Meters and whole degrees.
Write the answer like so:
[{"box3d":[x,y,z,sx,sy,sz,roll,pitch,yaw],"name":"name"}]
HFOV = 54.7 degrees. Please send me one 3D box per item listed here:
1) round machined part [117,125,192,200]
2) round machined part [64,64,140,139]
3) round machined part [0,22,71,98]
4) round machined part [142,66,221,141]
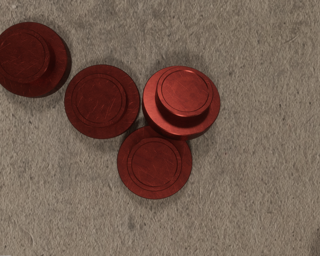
[{"box3d":[-0.007,0.045,0.401,0.099,0.042,0.097,0,90,-1],"name":"round machined part"},{"box3d":[-0.075,-0.034,0.401,0.099,0.042,0.097,0,90,-1],"name":"round machined part"},{"box3d":[-0.169,-0.089,0.399,0.099,0.042,0.097,0,90,-1],"name":"round machined part"},{"box3d":[0.028,-0.037,0.385,0.099,0.042,0.098,3,68,-6],"name":"round machined part"}]
